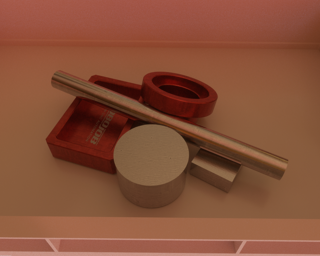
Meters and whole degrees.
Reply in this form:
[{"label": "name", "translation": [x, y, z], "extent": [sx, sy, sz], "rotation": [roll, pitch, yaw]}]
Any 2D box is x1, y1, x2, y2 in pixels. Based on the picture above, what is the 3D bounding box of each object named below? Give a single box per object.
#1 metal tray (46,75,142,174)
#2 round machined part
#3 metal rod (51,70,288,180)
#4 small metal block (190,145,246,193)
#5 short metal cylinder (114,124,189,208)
[{"label": "metal tray", "translation": [-0.074, -0.011, 0.406], "extent": [0.090, 0.030, 0.130], "rotation": [14, 51, 11]}, {"label": "round machined part", "translation": [0.022, -0.036, 0.406], "extent": [0.099, 0.042, 0.098], "rotation": [12, 27, -6]}, {"label": "metal rod", "translation": [-0.001, -0.010, 0.373], "extent": [0.301, 0.025, 0.025], "rotation": [22, 53, 14]}, {"label": "small metal block", "translation": [0.070, 0.041, 0.369], "extent": [0.050, 0.025, 0.050], "rotation": [25, 54, 19]}, {"label": "short metal cylinder", "translation": [-0.009, 0.042, 0.350], "extent": [0.081, 0.050, 0.080], "rotation": [0, 50, 0]}]
